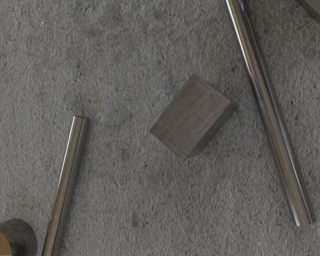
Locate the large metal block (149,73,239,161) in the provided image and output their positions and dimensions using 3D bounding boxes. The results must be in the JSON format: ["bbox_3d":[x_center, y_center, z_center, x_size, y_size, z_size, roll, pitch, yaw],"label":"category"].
[{"bbox_3d":[0.044,-0.012,0.364,0.050,0.080,0.080,41,103,15],"label":"large metal block"}]

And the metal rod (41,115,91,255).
[{"bbox_3d":[-0.149,0.128,0.461,0.025,0.025,0.298,16,95,19],"label":"metal rod"}]

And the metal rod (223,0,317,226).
[{"bbox_3d":[0.124,-0.037,0.365,0.025,0.025,0.299,-18,84,19],"label":"metal rod"}]

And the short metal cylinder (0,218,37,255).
[{"bbox_3d":[-0.241,0.187,0.481,0.080,0.050,0.080,0,90,20],"label":"short metal cylinder"}]

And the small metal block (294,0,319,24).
[{"bbox_3d":[0.182,-0.155,0.345,0.050,0.025,0.050,-41,77,15],"label":"small metal block"}]
